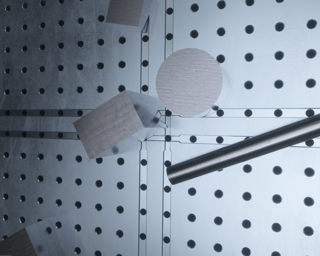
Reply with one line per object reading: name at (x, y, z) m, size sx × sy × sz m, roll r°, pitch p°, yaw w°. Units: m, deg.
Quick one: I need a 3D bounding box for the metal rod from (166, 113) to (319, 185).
metal rod at (0.147, 0.010, 0.360) m, size 0.300 × 0.025 × 0.025 m, roll -22°, pitch 83°, yaw 18°

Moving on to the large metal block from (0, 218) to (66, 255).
large metal block at (-0.197, 0.195, 0.467) m, size 0.080 × 0.050 × 0.080 m, roll -31°, pitch 80°, yaw 17°

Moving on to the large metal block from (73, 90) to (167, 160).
large metal block at (-0.048, -0.003, 0.399) m, size 0.080 × 0.080 × 0.050 m, roll -30°, pitch 81°, yaw 17°

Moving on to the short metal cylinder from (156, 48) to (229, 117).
short metal cylinder at (0.041, -0.054, 0.384) m, size 0.080 × 0.050 × 0.079 m, roll 0°, pitch 90°, yaw 19°

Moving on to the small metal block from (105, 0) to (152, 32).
small metal block at (-0.042, -0.164, 0.426) m, size 0.050 × 0.025 × 0.050 m, roll 14°, pitch 95°, yaw 19°
